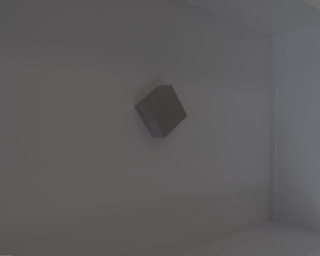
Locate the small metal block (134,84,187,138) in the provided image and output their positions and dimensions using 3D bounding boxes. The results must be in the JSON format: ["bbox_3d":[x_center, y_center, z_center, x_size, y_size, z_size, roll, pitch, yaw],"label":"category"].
[{"bbox_3d":[0.002,-0.022,0.407,0.050,0.025,0.050,-43,116,-31],"label":"small metal block"}]
